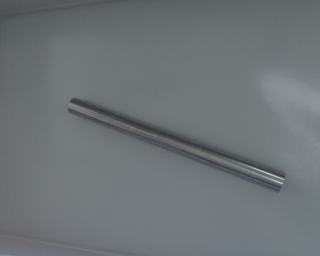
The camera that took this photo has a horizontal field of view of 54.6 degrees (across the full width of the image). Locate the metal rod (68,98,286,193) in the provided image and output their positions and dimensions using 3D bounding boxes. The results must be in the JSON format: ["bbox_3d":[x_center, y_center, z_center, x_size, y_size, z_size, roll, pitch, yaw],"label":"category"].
[{"bbox_3d":[0.007,0.016,0.406,0.301,0.025,0.025,20,97,19],"label":"metal rod"}]
